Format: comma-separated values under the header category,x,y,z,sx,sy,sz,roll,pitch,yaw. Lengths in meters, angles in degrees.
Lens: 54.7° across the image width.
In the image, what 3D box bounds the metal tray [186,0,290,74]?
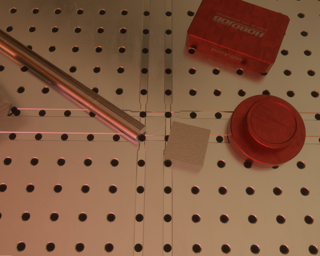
category,x,y,z,sx,sy,sz,roll,pitch,yaw
metal tray,0.115,-0.145,0.464,0.131,0.030,0.090,22,71,7

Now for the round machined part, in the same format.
category,x,y,z,sx,sy,sz,roll,pitch,yaw
round machined part,0.142,0.000,0.405,0.099,0.042,0.098,0,70,-1

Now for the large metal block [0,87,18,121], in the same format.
category,x,y,z,sx,sy,sz,roll,pitch,yaw
large metal block,-0.256,-0.039,0.410,0.080,0.050,0.080,-39,75,-13

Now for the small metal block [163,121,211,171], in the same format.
category,x,y,z,sx,sy,sz,roll,pitch,yaw
small metal block,0.035,0.023,0.404,0.050,0.025,0.050,14,70,4

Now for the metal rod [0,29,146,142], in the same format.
category,x,y,z,sx,sy,sz,roll,pitch,yaw
metal rod,-0.148,-0.073,0.436,0.301,0.025,0.025,33,73,11
